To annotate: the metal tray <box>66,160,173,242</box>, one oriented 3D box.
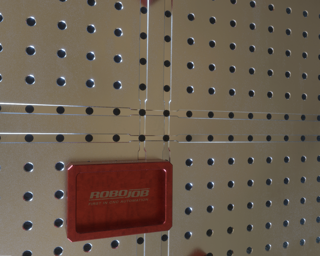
[{"bbox_3d":[-0.050,0.087,0.392,0.131,0.030,0.089,0,90,-21],"label":"metal tray"}]
